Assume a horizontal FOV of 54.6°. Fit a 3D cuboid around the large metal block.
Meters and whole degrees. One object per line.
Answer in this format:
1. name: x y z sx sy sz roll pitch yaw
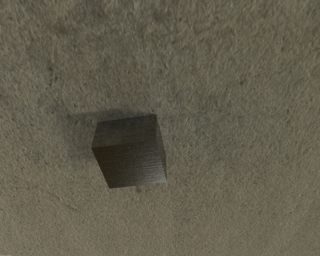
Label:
1. large metal block: -0.037 0.033 0.418 0.080 0.050 0.080 -8 130 6
